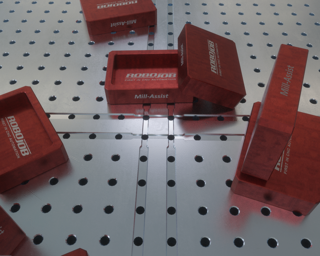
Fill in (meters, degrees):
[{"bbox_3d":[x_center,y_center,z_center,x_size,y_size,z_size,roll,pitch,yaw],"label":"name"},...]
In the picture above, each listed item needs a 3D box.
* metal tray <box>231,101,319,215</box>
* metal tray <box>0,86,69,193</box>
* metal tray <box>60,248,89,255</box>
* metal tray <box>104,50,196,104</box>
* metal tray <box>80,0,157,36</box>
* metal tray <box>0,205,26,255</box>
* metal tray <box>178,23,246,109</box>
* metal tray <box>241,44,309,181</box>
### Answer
[{"bbox_3d":[0.147,0.030,0.380,0.090,0.030,0.130,16,52,13],"label":"metal tray"},{"bbox_3d":[-0.186,0.008,0.396,0.091,0.030,0.130,-27,55,-21],"label":"metal tray"},{"bbox_3d":[-0.113,0.172,0.260,0.131,0.030,0.090,-18,52,-15],"label":"metal tray"},{"bbox_3d":[-0.014,-0.080,0.471,0.131,0.030,0.090,-1,50,-1],"label":"metal tray"},{"bbox_3d":[-0.080,-0.224,0.592,0.131,0.030,0.090,-14,51,-11],"label":"metal tray"},{"bbox_3d":[-0.186,0.067,0.283,0.090,0.129,0.030,23,54,18],"label":"metal tray"},{"bbox_3d":[0.074,-0.095,0.464,0.091,0.030,0.130,16,48,-16],"label":"metal tray"},{"bbox_3d":[0.127,-0.019,0.342,0.030,0.090,0.130,18,52,15],"label":"metal tray"}]
